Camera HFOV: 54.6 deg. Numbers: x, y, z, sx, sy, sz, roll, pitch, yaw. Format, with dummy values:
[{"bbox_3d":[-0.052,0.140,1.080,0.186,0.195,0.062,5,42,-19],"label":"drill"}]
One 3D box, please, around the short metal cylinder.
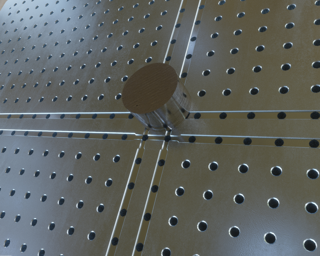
[{"bbox_3d":[-0.004,-0.041,0.420,0.080,0.050,0.080,-13,56,21],"label":"short metal cylinder"}]
